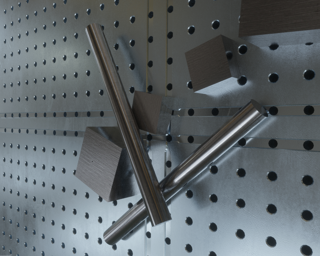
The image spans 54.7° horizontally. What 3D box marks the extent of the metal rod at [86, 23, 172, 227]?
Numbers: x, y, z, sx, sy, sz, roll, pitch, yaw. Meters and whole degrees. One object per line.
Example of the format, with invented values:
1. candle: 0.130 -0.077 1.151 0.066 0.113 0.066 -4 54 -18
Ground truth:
1. metal rod: -0.049 -0.018 0.417 0.025 0.025 0.299 -36 66 34

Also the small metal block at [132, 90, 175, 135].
1. small metal block: -0.012 -0.022 0.419 0.050 0.025 0.050 17 101 38

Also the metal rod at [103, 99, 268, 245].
1. metal rod: 0.014 0.073 0.397 0.299 0.025 0.025 -46 63 30

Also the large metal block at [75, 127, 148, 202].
1. large metal block: -0.073 0.049 0.453 0.080 0.050 0.079 26 107 37

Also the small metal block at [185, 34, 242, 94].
1. small metal block: 0.061 -0.072 0.359 0.050 0.025 0.050 -19 78 38

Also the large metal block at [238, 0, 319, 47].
1. large metal block: 0.125 -0.123 0.290 0.080 0.050 0.079 7 95 40
